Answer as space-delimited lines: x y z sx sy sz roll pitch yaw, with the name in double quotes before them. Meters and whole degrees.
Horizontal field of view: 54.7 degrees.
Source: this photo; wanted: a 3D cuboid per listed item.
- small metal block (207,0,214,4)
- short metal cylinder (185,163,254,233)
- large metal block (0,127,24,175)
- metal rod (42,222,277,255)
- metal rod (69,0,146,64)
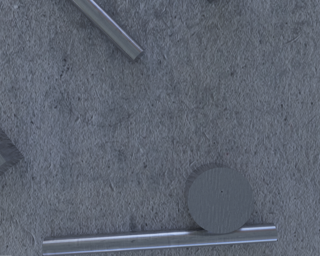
"small metal block" 0.078 -0.196 0.398 0.025 0.050 0.050 44 90 0
"short metal cylinder" 0.074 0.087 0.398 0.081 0.050 0.080 0 90 0
"large metal block" -0.241 0.034 0.395 0.080 0.050 0.080 -39 90 0
"metal rod" 0.000 0.147 0.410 0.302 0.025 0.025 -3 90 0
"metal rod" -0.134 -0.200 0.408 0.300 0.025 0.025 45 90 0
